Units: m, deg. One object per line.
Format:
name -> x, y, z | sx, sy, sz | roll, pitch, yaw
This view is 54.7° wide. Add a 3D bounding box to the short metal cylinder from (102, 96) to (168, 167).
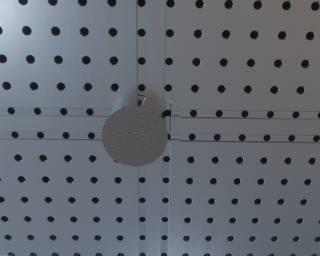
short metal cylinder -> -0.031, 0.003, 0.401 | 0.081, 0.050, 0.079 | 0, 110, -1
